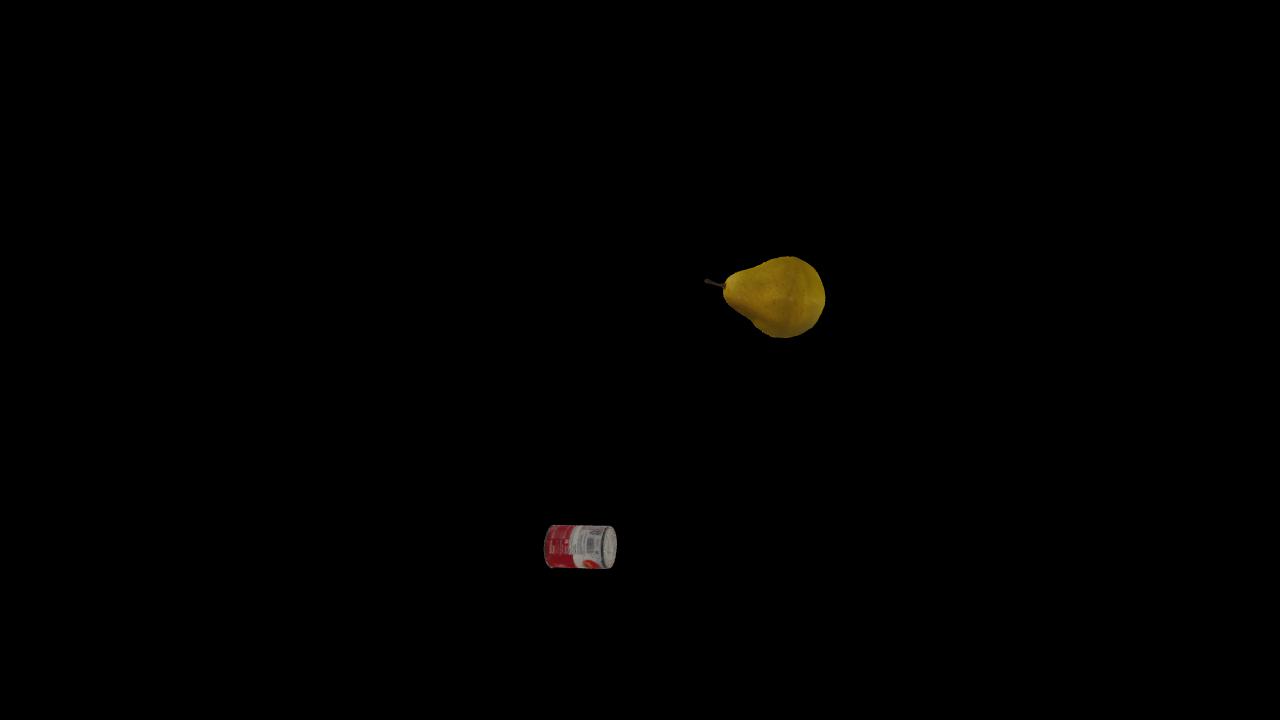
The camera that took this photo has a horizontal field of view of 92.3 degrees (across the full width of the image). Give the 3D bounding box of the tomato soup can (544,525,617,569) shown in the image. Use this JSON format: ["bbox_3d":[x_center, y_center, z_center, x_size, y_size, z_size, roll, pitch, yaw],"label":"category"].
[{"bbox_3d":[-0.094,0.298,0.985,0.101,0.068,0.068,-5,-1,16],"label":"tomato soup can"}]

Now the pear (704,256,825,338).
[{"bbox_3d":[0.118,-0.061,0.586,0.111,0.080,0.080,0,0,-18],"label":"pear"}]
